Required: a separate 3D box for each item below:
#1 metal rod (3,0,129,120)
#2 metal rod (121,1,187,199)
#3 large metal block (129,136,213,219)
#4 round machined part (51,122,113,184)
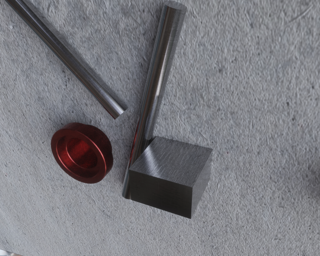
[{"bbox_3d":[-0.153,-0.129,0.404,0.300,0.025,0.025,48,129,-6],"label":"metal rod"},{"bbox_3d":[-0.017,-0.011,0.407,0.025,0.025,0.298,25,127,12],"label":"metal rod"},{"bbox_3d":[0.016,0.059,0.398,0.080,0.080,0.050,13,124,21],"label":"large metal block"},{"bbox_3d":[-0.114,0.034,0.474,0.098,0.042,0.097,13,124,20],"label":"round machined part"}]
